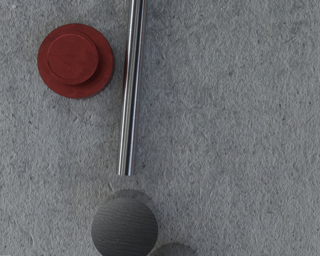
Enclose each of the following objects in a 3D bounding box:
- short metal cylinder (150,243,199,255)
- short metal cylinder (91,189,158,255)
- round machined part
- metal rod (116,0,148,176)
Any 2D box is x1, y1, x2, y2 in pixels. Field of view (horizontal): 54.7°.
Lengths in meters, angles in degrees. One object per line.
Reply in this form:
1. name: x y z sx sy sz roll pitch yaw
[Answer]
1. short metal cylinder: 0.020 0.197 0.398 0.081 0.050 0.079 0 90 -1
2. short metal cylinder: -0.043 0.123 0.397 0.081 0.050 0.079 0 90 -1
3. round machined part: -0.110 -0.087 0.400 0.099 0.042 0.097 0 90 -1
4. metal rod: -0.034 -0.088 0.409 0.025 0.025 0.298 4 90 -1
